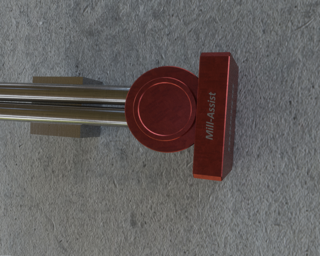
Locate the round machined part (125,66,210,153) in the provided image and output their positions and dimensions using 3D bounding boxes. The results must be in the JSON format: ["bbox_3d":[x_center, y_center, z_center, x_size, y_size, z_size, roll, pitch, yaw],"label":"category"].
[{"bbox_3d":[0.008,-0.021,0.346,0.098,0.042,0.097,0,92,9],"label":"round machined part"}]

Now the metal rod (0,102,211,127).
[{"bbox_3d":[-0.082,-0.015,0.390,0.302,0.025,0.025,3,91,7],"label":"metal rod"}]

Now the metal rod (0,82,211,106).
[{"bbox_3d":[-0.081,-0.042,0.389,0.302,0.025,0.025,3,91,7],"label":"metal rod"}]

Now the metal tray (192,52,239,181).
[{"bbox_3d":[0.066,-0.012,0.351,0.030,0.090,0.129,4,91,20],"label":"metal tray"}]

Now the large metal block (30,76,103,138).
[{"bbox_3d":[-0.131,-0.029,0.438,0.080,0.050,0.079,4,91,19],"label":"large metal block"}]
